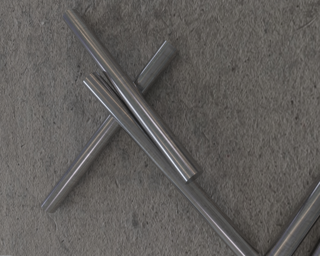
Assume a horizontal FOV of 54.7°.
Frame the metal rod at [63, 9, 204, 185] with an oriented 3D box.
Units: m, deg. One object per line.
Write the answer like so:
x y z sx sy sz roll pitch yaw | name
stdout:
-0.047 -0.055 0.399 0.025 0.025 0.300 -44 67 15 | metal rod

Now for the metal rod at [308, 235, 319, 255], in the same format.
0.178 0.148 0.345 0.025 0.025 0.298 28 99 18 | metal rod

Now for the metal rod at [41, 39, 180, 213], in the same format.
-0.076 0.006 0.435 0.025 0.025 0.299 42 103 15 | metal rod

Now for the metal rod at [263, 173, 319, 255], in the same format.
0.171 0.087 0.348 0.025 0.025 0.299 32 100 17 | metal rod

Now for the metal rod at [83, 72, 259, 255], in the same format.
0.009 0.045 0.389 0.025 0.025 0.300 -44 83 15 | metal rod
